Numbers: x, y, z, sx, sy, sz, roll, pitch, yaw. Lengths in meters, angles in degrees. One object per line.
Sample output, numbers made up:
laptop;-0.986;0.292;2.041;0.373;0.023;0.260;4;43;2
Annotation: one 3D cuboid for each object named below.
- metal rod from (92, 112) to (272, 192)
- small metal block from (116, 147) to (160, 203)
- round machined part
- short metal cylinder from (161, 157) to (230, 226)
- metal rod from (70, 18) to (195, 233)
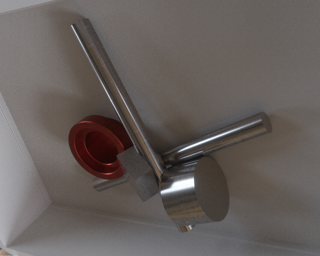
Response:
metal rod;0.007;0.044;0.429;0.299;0.025;0.025;-25;105;36
small metal block;-0.029;0.060;0.405;0.050;0.025;0.050;44;157;41
round machined part;-0.080;0.024;0.451;0.098;0.042;0.097;13;124;20
short metal cylinder;0.046;0.082;0.396;0.050;0.080;0.080;-21;107;36
metal rod;-0.030;0.003;0.400;0.025;0.025;0.299;-21;101;35
